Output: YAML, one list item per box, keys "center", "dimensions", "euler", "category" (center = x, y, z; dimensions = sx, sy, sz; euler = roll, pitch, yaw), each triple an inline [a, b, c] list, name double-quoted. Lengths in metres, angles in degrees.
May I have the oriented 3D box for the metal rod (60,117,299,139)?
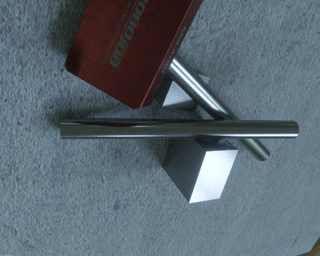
- center: [0.035, 0.001, 0.386]
  dimensions: [0.302, 0.025, 0.025]
  euler: [0, 119, -14]
  category: "metal rod"

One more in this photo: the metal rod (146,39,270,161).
- center: [0.083, -0.019, 0.415]
  dimensions: [0.025, 0.025, 0.301]
  euler: [-49, 134, 6]
  category: "metal rod"

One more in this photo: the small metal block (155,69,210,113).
- center: [0.028, -0.051, 0.392]
  dimensions: [0.050, 0.025, 0.050]
  euler: [9, 114, -32]
  category: "small metal block"

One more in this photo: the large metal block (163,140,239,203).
- center: [0.052, 0.044, 0.428]
  dimensions: [0.050, 0.080, 0.079]
  euler: [-1, 119, -29]
  category: "large metal block"

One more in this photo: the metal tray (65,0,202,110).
- center: [-0.026, -0.094, 0.295]
  dimensions: [0.129, 0.090, 0.030]
  euler: [-63, 169, 16]
  category: "metal tray"
